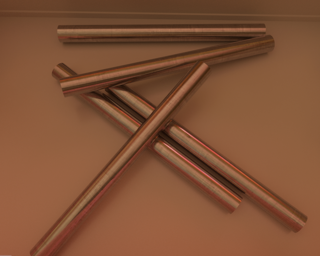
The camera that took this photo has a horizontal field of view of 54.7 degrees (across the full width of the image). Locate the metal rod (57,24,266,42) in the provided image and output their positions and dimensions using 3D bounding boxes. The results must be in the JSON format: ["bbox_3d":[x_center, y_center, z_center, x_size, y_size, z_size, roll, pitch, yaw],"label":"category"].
[{"bbox_3d":[0.003,-0.141,0.460,0.302,0.025,0.025,-1,70,-1],"label":"metal rod"}]

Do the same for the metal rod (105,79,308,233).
[{"bbox_3d":[0.050,0.027,0.400,0.300,0.025,0.025,37,74,12],"label":"metal rod"}]

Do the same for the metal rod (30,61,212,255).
[{"bbox_3d":[-0.041,0.035,0.374,0.025,0.025,0.300,39,82,12],"label":"metal rod"}]

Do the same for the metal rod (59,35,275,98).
[{"bbox_3d":[0.019,-0.088,0.425,0.302,0.025,0.025,-15,71,-12],"label":"metal rod"}]

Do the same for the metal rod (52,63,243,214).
[{"bbox_3d":[-0.025,0.007,0.406,0.300,0.025,0.025,37,74,12],"label":"metal rod"}]
